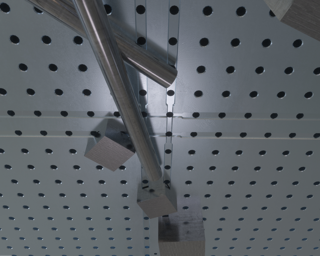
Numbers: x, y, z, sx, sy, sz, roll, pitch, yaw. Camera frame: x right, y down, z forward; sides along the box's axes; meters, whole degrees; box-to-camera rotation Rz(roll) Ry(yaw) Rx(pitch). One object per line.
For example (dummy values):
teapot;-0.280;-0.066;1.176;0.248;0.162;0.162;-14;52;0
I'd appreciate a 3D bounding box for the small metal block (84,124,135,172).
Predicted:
small metal block;-0.069;0.029;0.435;0.050;0.025;0.050;33;123;-25

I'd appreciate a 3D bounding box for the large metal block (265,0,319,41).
large metal block;0.162;-0.128;0.288;0.080;0.050;0.079;19;128;-16

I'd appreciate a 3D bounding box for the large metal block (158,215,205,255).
large metal block;0.040;0.207;0.572;0.080;0.050;0.080;-3;130;3

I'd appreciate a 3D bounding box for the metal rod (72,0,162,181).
metal rod;-0.039;-0.028;0.364;0.025;0.025;0.299;-9;137;7

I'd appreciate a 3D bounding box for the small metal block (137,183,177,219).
small metal block;-0.004;0.122;0.515;0.050;0.025;0.050;-19;128;15

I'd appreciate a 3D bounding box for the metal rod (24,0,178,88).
metal rod;-0.108;-0.125;0.304;0.301;0.025;0.025;29;124;-23
